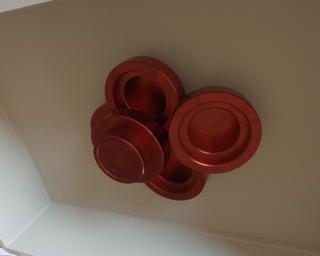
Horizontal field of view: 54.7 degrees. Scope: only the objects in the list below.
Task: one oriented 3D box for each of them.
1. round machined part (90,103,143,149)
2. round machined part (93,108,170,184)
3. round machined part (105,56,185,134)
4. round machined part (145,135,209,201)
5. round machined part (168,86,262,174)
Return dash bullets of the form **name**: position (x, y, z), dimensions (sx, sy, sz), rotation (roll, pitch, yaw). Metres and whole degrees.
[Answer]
- **round machined part**: position (-0.056, 0.012, 0.428), dimensions (0.098, 0.042, 0.097), rotation (13, 124, 20)
- **round machined part**: position (-0.041, 0.029, 0.377), dimensions (0.098, 0.042, 0.097), rotation (13, 124, 20)
- **round machined part**: position (-0.014, -0.040, 0.377), dimensions (0.098, 0.042, 0.097), rotation (13, 124, 20)
- **round machined part**: position (0.019, 0.045, 0.412), dimensions (0.098, 0.042, 0.097), rotation (13, 124, 20)
- **round machined part**: position (0.060, -0.001, 0.349), dimensions (0.099, 0.042, 0.097), rotation (2, 114, 4)
